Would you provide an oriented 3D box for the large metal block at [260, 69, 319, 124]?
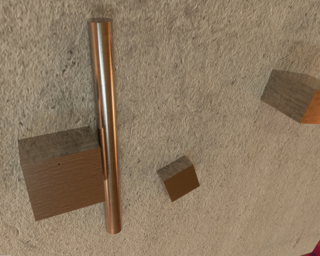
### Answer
[{"bbox_3d":[0.214,-0.046,0.460,0.081,0.080,0.050,1,118,-29],"label":"large metal block"}]

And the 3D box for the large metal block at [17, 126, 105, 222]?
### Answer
[{"bbox_3d":[-0.113,0.051,0.361,0.081,0.050,0.079,-12,124,-22],"label":"large metal block"}]

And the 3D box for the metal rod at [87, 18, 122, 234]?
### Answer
[{"bbox_3d":[-0.064,0.020,0.384,0.025,0.025,0.298,-12,124,-22],"label":"metal rod"}]

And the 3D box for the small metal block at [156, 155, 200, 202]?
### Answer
[{"bbox_3d":[0.028,0.077,0.470,0.050,0.025,0.050,-28,128,-11],"label":"small metal block"}]
